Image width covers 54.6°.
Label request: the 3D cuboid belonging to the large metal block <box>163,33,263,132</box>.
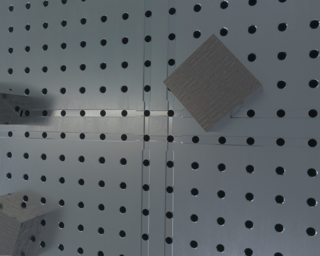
[{"bbox_3d":[0.065,-0.051,0.376,0.080,0.050,0.080,-43,77,15],"label":"large metal block"}]

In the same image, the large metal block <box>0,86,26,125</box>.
[{"bbox_3d":[-0.276,-0.042,0.482,0.080,0.080,0.050,21,97,19],"label":"large metal block"}]

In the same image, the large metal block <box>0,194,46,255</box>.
[{"bbox_3d":[-0.238,0.160,0.484,0.080,0.050,0.080,20,97,19],"label":"large metal block"}]
